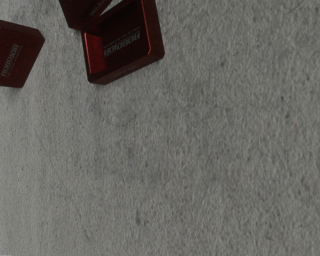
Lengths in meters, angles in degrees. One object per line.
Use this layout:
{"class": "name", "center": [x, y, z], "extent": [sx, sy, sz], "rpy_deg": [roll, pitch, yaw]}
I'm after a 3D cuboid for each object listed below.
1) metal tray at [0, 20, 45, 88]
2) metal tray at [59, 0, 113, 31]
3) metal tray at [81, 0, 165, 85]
{"class": "metal tray", "center": [-0.293, -0.139, 0.600], "extent": [0.129, 0.091, 0.030], "rpy_deg": [-51, 60, 27]}
{"class": "metal tray", "center": [-0.110, -0.229, 0.490], "extent": [0.130, 0.030, 0.090], "rpy_deg": [-35, 69, 34]}
{"class": "metal tray", "center": [-0.058, -0.124, 0.447], "extent": [0.130, 0.030, 0.090], "rpy_deg": [-16, 80, 38]}
